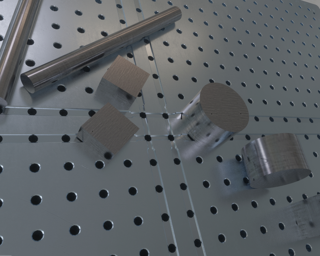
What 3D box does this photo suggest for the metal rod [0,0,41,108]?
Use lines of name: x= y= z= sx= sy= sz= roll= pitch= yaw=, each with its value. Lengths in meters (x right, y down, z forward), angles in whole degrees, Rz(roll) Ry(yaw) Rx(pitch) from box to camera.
metal rod: x=-0.176 y=-0.156 z=0.408 sx=0.025 sy=0.025 sz=0.299 roll=14 pitch=56 yaw=-21

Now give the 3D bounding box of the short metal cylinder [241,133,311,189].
short metal cylinder: x=0.159 y=0.047 z=0.429 sx=0.081 sy=0.080 sz=0.050 roll=6 pitch=59 yaw=-25

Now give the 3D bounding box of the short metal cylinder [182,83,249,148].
short metal cylinder: x=0.079 y=-0.018 z=0.446 sx=0.081 sy=0.050 sz=0.080 roll=14 pitch=56 yaw=-21

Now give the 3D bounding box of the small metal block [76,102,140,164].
small metal block: x=-0.062 y=0.005 z=0.372 sx=0.050 sy=0.025 sz=0.050 roll=41 pitch=51 yaw=-1

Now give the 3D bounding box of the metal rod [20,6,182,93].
metal rod: x=-0.062 y=-0.126 z=0.451 sx=0.025 sy=0.025 sz=0.302 roll=47 pitch=51 yaw=4

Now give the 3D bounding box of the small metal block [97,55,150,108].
small metal block: x=-0.049 y=-0.064 z=0.421 sx=0.050 sy=0.025 sz=0.050 roll=31 pitch=52 yaw=-8

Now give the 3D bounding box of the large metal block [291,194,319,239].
large metal block: x=0.250 y=0.120 z=0.434 sx=0.081 sy=0.080 sz=0.050 roll=6 pitch=59 yaw=-25
